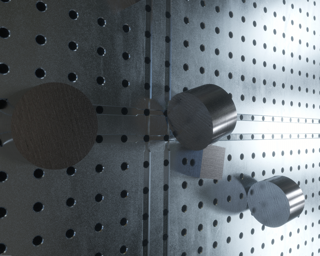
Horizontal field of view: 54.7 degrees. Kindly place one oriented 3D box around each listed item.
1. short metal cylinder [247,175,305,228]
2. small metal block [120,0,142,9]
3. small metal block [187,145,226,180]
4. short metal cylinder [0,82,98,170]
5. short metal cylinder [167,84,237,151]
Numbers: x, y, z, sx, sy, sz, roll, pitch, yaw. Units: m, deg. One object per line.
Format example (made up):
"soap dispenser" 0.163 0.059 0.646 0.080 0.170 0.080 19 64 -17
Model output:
"short metal cylinder" 0.202 0.127 0.543 0.050 0.080 0.079 -7 94 -40
"small metal block" -0.032 -0.184 0.382 0.050 0.025 0.050 -43 116 -31
"small metal block" 0.071 0.051 0.469 0.050 0.025 0.050 13 82 -39
"short metal cylinder" -0.109 -0.002 0.302 0.081 0.050 0.079 0 90 -40
"short metal cylinder" 0.056 -0.015 0.420 0.050 0.080 0.080 -23 105 -38
